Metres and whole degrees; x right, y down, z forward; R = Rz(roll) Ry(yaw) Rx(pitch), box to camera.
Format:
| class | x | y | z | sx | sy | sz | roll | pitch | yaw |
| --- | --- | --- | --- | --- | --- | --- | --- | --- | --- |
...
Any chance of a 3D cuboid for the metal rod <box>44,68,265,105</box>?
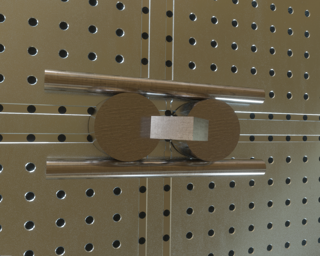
| class | x | y | z | sx | sy | sz | roll | pitch | yaw |
| --- | --- | --- | --- | --- | --- | --- | --- | --- | --- |
| metal rod | 0.008 | -0.052 | 0.412 | 0.302 | 0.025 | 0.025 | 2 | 90 | -20 |

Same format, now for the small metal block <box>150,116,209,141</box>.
| class | x | y | z | sx | sy | sz | roll | pitch | yaw |
| --- | --- | --- | --- | --- | --- | --- | --- | --- | --- |
| small metal block | 0.024 | 0.001 | 0.355 | 0.050 | 0.050 | 0.025 | 6 | 86 | -63 |

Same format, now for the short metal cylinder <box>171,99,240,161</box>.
| class | x | y | z | sx | sy | sz | roll | pitch | yaw |
| --- | --- | --- | --- | --- | --- | --- | --- | --- | --- |
| short metal cylinder | 0.059 | 0.003 | 0.418 | 0.081 | 0.050 | 0.079 | 0 | 90 | -20 |

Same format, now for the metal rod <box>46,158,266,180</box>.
| class | x | y | z | sx | sy | sz | roll | pitch | yaw |
| --- | --- | --- | --- | --- | --- | --- | --- | --- | --- |
| metal rod | 0.009 | 0.053 | 0.413 | 0.302 | 0.025 | 0.025 | 2 | 89 | -20 |

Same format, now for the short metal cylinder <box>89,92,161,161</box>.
| class | x | y | z | sx | sy | sz | roll | pitch | yaw |
| --- | --- | --- | --- | --- | --- | --- | --- | --- | --- |
| short metal cylinder | -0.043 | -0.001 | 0.380 | 0.081 | 0.050 | 0.079 | 0 | 90 | -20 |
